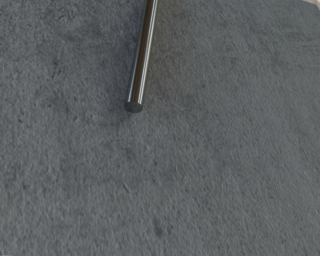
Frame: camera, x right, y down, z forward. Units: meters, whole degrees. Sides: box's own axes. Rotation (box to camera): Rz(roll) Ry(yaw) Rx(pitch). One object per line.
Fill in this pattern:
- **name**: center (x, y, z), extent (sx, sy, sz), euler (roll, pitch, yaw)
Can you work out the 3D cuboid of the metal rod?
- **metal rod**: center (-0.021, -0.151, 0.485), extent (0.025, 0.025, 0.300), euler (19, 54, -18)
